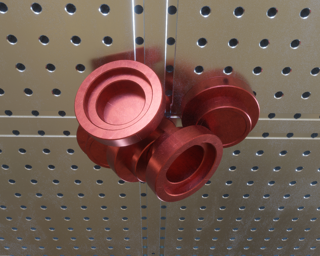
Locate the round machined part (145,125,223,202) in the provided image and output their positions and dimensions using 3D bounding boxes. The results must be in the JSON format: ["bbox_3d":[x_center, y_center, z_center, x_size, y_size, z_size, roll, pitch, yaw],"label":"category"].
[{"bbox_3d":[0.024,0.037,0.370,0.099,0.042,0.097,-23,134,-25],"label":"round machined part"}]

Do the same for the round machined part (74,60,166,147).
[{"bbox_3d":[-0.041,-0.024,0.349,0.098,0.098,0.042,-10,155,7],"label":"round machined part"}]

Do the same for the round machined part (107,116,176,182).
[{"bbox_3d":[-0.015,0.030,0.394,0.099,0.042,0.097,-25,133,-29],"label":"round machined part"}]

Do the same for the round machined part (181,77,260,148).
[{"bbox_3d":[0.076,-0.012,0.391,0.099,0.042,0.097,-1,130,0],"label":"round machined part"}]

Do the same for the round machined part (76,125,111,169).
[{"bbox_3d":[-0.062,0.017,0.414,0.099,0.042,0.097,-1,130,0],"label":"round machined part"}]
